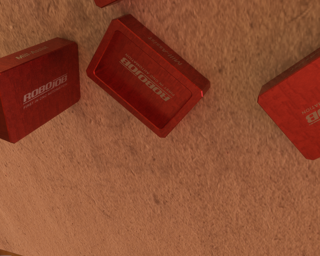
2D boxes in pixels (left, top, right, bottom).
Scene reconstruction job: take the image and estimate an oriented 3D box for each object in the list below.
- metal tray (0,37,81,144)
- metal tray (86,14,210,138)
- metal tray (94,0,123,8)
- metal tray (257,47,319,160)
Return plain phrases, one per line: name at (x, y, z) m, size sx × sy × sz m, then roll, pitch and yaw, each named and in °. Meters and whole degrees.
metal tray at (-0.153, -0.051, 0.386) m, size 0.030 × 0.131 × 0.089 m, roll 19°, pitch 126°, yaw 17°
metal tray at (-0.017, -0.060, 0.374) m, size 0.130 × 0.030 × 0.089 m, roll 40°, pitch 129°, yaw 0°
metal tray at (-0.025, -0.184, 0.301) m, size 0.130 × 0.030 × 0.090 m, roll -10°, pitch 114°, yaw 32°
metal tray at (0.173, -0.034, 0.291) m, size 0.090 × 0.030 × 0.129 m, roll 48°, pitch 128°, yaw -6°
